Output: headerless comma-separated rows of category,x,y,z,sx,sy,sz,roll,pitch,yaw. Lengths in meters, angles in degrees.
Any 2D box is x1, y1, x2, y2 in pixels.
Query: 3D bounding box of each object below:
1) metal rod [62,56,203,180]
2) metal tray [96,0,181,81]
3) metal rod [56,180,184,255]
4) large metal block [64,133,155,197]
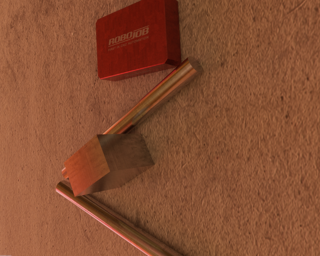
metal rod,-0.057,0.001,0.449,0.299,0.025,0.025,-38,67,33
metal tray,-0.034,-0.120,0.428,0.130,0.030,0.089,-5,87,39
metal rod,-0.059,0.142,0.450,0.300,0.025,0.025,19,102,38
large metal block,-0.069,0.049,0.424,0.080,0.081,0.050,-37,68,34
